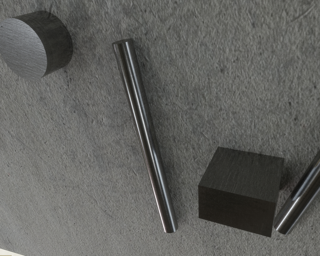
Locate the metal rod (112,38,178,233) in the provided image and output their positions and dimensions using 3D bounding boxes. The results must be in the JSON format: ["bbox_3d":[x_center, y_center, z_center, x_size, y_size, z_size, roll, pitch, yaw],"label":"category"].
[{"bbox_3d":[-0.014,0.028,0.431,0.025,0.025,0.298,1,119,27],"label":"metal rod"}]

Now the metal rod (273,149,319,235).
[{"bbox_3d":[0.186,0.010,0.314,0.025,0.025,0.298,23,127,14],"label":"metal rod"}]

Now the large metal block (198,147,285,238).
[{"bbox_3d":[0.096,0.070,0.364,0.080,0.080,0.050,9,122,23],"label":"large metal block"}]

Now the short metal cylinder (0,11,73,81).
[{"bbox_3d":[-0.164,-0.109,0.410,0.080,0.050,0.079,13,124,21],"label":"short metal cylinder"}]
